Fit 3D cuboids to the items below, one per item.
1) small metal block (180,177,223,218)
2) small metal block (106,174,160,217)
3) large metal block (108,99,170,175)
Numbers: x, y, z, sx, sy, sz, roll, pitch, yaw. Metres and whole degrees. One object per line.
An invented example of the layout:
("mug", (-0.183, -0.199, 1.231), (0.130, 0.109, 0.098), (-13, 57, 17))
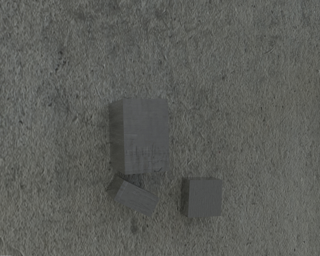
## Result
("small metal block", (0.058, 0.095, 0.431), (0.050, 0.025, 0.050), (3, 89, -20))
("small metal block", (-0.035, 0.082, 0.383), (0.050, 0.050, 0.025), (30, 80, -18))
("large metal block", (-0.028, 0.008, 0.370), (0.050, 0.080, 0.080), (-2, 91, -20))
